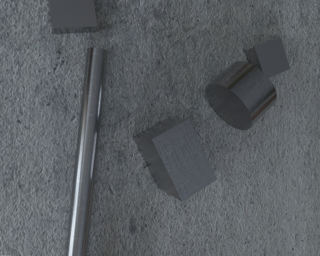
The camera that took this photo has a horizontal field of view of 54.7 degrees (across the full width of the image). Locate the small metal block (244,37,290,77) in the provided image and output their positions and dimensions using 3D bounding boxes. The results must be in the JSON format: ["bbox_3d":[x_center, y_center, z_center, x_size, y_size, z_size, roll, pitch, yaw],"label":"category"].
[{"bbox_3d":[0.163,-0.104,0.471,0.050,0.025,0.050,-24,98,-19],"label":"small metal block"}]

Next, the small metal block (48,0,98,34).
[{"bbox_3d":[-0.106,-0.142,0.370,0.050,0.025,0.050,-9,93,-20],"label":"small metal block"}]

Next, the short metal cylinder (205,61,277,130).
[{"bbox_3d":[0.109,-0.043,0.421,0.050,0.080,0.080,-42,104,-15],"label":"short metal cylinder"}]

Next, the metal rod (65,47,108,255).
[{"bbox_3d":[-0.091,0.053,0.375,0.025,0.025,0.298,6,88,-20],"label":"metal rod"}]

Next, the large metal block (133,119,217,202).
[{"bbox_3d":[0.015,0.036,0.387,0.050,0.080,0.080,-29,100,-18],"label":"large metal block"}]
